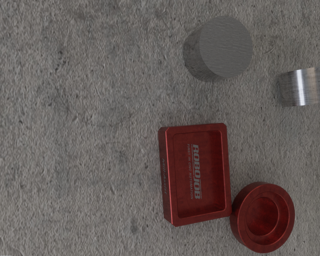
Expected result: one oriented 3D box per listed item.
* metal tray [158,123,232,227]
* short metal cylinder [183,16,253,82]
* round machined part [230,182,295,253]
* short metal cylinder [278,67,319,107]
[{"bbox_3d":[0.049,0.060,0.424,0.091,0.030,0.129,-5,92,-20],"label":"metal tray"},{"bbox_3d":[0.078,-0.106,0.425,0.081,0.050,0.080,0,90,-20],"label":"short metal cylinder"},{"bbox_3d":[0.144,0.127,0.454,0.099,0.042,0.097,0,90,-20],"label":"round machined part"},{"bbox_3d":[0.222,-0.061,0.462,0.081,0.080,0.050,-9,93,-20],"label":"short metal cylinder"}]
